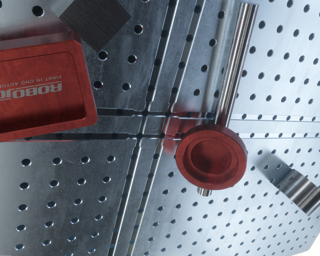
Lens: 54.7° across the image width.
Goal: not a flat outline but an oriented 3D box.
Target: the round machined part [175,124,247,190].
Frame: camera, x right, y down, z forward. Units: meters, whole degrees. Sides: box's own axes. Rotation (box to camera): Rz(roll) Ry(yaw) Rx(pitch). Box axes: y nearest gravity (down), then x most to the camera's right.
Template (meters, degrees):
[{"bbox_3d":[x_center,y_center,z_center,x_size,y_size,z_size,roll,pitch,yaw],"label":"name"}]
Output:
[{"bbox_3d":[0.075,0.037,0.445,0.098,0.042,0.097,7,118,15],"label":"round machined part"}]

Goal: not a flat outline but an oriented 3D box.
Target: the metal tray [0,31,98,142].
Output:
[{"bbox_3d":[-0.133,-0.036,0.296,0.131,0.030,0.089,-11,124,-9],"label":"metal tray"}]

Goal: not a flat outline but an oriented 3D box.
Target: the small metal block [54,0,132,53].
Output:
[{"bbox_3d":[-0.066,-0.112,0.307,0.050,0.025,0.050,-46,130,4],"label":"small metal block"}]

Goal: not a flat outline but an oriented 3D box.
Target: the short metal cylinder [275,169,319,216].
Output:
[{"bbox_3d":[0.276,0.126,0.608,0.050,0.080,0.080,-47,130,4],"label":"short metal cylinder"}]

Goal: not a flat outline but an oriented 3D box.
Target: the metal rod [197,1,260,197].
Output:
[{"bbox_3d":[0.092,-0.023,0.449,0.025,0.025,0.298,-7,122,-25],"label":"metal rod"}]
